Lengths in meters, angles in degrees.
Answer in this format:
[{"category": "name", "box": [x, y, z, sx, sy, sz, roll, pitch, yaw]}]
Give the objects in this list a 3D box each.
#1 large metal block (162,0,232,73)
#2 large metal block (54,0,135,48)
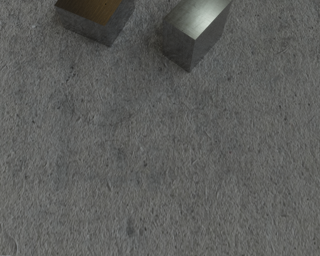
[{"category": "large metal block", "box": [0.048, -0.137, 0.429, 0.050, 0.080, 0.080, 37, 74, 12]}, {"category": "large metal block", "box": [-0.093, -0.179, 0.459, 0.080, 0.050, 0.080, 25, 72, 8]}]
